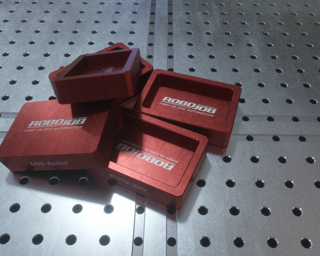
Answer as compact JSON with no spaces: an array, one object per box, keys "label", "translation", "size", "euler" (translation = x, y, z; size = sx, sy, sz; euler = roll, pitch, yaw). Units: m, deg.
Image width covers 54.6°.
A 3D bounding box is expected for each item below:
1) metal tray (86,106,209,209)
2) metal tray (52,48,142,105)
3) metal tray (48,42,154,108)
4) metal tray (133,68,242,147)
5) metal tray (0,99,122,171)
[{"label":"metal tray","translation":[-0.017,0.031,0.377],"size":[0.130,0.030,0.090],"euler":[20,53,16]},{"label":"metal tray","translation":[-0.075,-0.073,0.410],"size":[0.090,0.030,0.130],"euler":[-6,26,5]},{"label":"metal tray","translation":[-0.085,-0.074,0.465],"size":[0.131,0.030,0.090],"euler":[-32,56,-24]},{"label":"metal tray","translation":[0.039,-0.032,0.430],"size":[0.130,0.030,0.090],"euler":[14,52,11]},{"label":"metal tray","translation":[-0.120,0.005,0.377],"size":[0.130,0.030,0.090],"euler":[-4,49,15]}]
